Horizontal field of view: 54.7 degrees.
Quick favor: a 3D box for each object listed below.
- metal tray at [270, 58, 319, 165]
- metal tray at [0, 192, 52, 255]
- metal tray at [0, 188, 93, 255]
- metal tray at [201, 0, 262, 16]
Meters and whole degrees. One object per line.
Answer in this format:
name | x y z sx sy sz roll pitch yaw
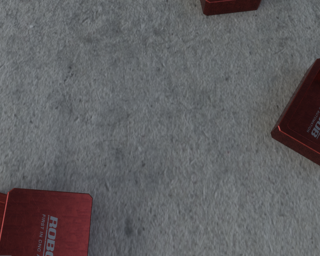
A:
metal tray | 0.221 -0.021 0.415 0.090 0.030 0.130 32 73 11
metal tray | -0.185 0.143 0.350 0.090 0.030 0.130 15 71 5
metal tray | -0.126 0.135 0.334 0.091 0.030 0.130 11 68 -26
metal tray | 0.104 -0.246 0.496 0.091 0.030 0.129 -8 70 -4
